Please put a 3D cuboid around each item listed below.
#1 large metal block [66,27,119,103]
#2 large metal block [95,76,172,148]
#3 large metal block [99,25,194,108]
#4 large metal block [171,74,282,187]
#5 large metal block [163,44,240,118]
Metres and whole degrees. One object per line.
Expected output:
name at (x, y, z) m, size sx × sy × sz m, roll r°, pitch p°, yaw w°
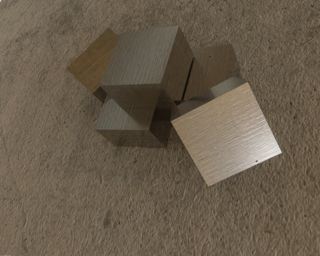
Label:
large metal block at (-0.078, -0.086, 0.453) m, size 0.050 × 0.080 × 0.080 m, roll 44°, pitch 86°, yaw 6°
large metal block at (-0.029, -0.021, 0.413) m, size 0.080 × 0.050 × 0.080 m, roll 0°, pitch 62°, yaw 28°
large metal block at (-0.014, -0.070, 0.371) m, size 0.080 × 0.050 × 0.080 m, roll 2°, pitch 63°, yaw 29°
large metal block at (0.066, 0.001, 0.325) m, size 0.080 × 0.080 × 0.050 m, roll -27°, pitch 15°, yaw 10°
large metal block at (0.052, -0.056, 0.396) m, size 0.080 × 0.050 × 0.080 m, roll 0°, pitch 62°, yaw 28°
